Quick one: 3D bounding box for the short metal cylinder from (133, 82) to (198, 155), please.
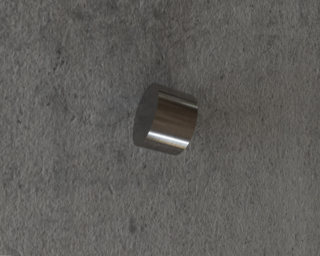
[{"bbox_3d":[0.004,-0.010,0.382,0.050,0.080,0.080,16,85,-20],"label":"short metal cylinder"}]
